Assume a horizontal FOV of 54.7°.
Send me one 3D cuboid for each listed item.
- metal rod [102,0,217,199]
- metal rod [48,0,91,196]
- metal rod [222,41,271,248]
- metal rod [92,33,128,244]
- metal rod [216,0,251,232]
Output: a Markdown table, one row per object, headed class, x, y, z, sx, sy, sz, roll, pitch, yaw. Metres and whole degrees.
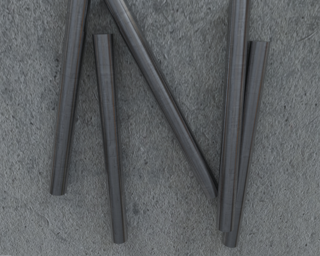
| class | x | y | z | sx | sy | sz | roll | pitch | yaw |
| --- | --- | --- | --- | --- | --- | --- | --- | --- | --- |
| metal rod | 0.010 | -0.032 | 0.397 | 0.025 | 0.025 | 0.299 | -25 | 108 | 9 |
| metal rod | -0.114 | -0.047 | 0.391 | 0.025 | 0.025 | 0.298 | 11 | 110 | -4 |
| metal rod | 0.114 | 0.035 | 0.423 | 0.025 | 0.025 | 0.298 | 2 | 110 | -1 |
| metal rod | -0.064 | 0.028 | 0.419 | 0.025 | 0.025 | 0.298 | -1 | 110 | 0 |
| metal rod | 0.092 | -0.004 | 0.397 | 0.025 | 0.025 | 0.298 | 0 | 106 | 0 |
